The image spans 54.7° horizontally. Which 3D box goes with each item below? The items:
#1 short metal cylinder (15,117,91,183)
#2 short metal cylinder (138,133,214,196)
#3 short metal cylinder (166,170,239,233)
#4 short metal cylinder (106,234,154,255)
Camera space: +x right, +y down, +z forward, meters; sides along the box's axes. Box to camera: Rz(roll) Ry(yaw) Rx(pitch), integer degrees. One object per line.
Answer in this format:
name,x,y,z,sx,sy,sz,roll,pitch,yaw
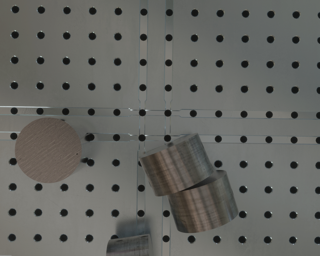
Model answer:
short metal cylinder,-0.135,0.027,0.399,0.081,0.050,0.079,0,90,-1
short metal cylinder,0.020,0.044,0.386,0.080,0.080,0.050,-23,90,0
short metal cylinder,0.051,0.089,0.387,0.080,0.080,0.050,-17,91,0
short metal cylinder,-0.033,0.177,0.386,0.050,0.080,0.080,-9,90,0
